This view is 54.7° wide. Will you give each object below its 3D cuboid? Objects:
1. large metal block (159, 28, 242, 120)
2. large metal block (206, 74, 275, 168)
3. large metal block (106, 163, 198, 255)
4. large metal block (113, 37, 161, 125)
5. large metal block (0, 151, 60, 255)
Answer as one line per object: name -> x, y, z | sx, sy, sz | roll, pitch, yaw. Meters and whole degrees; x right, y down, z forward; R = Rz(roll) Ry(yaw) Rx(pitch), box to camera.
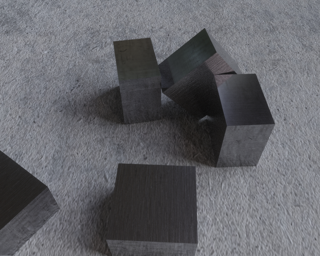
large metal block -> 0.054, -0.066, 0.402 | 0.080, 0.080, 0.050 | -35, 46, 24
large metal block -> 0.092, -0.008, 0.375 | 0.050, 0.080, 0.080 | -2, 50, -2
large metal block -> -0.005, 0.085, 0.316 | 0.080, 0.050, 0.080 | 2, 50, 2
large metal block -> -0.030, -0.063, 0.420 | 0.050, 0.080, 0.080 | -8, 51, -7
large metal block -> -0.167, 0.080, 0.318 | 0.080, 0.050, 0.080 | 29, 56, 22
